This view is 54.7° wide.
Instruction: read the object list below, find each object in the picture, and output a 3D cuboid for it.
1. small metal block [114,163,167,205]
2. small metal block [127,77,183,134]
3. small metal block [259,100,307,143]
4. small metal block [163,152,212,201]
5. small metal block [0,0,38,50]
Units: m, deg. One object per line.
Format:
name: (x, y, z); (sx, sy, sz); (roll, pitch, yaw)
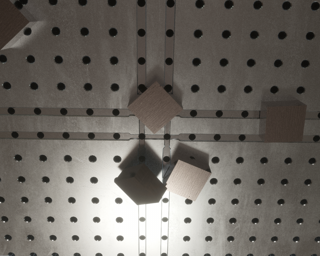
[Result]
small metal block: (-0.027, 0.079, 0.429); (0.050, 0.025, 0.050); (49, 140, -16)
small metal block: (-0.006, -0.029, 0.403); (0.050, 0.025, 0.050); (-41, 106, 13)
small metal block: (0.162, -0.009, 0.413); (0.050, 0.025, 0.050); (-2, 110, 0)
small metal block: (0.037, 0.069, 0.440); (0.050, 0.025, 0.050); (23, 108, -9)
small metal block: (-0.184, -0.129, 0.363); (0.050, 0.025, 0.050); (-38, 106, 12)
